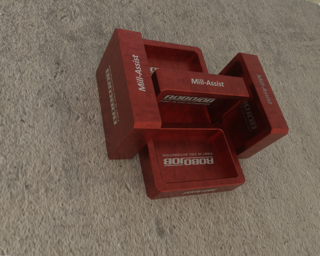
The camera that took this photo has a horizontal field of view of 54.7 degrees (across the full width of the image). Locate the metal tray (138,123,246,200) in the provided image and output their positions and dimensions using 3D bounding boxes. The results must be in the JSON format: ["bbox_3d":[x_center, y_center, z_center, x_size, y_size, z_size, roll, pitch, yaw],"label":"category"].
[{"bbox_3d":[0.039,0.039,0.401,0.131,0.030,0.090,1,60,-28],"label":"metal tray"}]

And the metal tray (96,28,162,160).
[{"bbox_3d":[-0.042,-0.038,0.364,0.030,0.090,0.130,1,62,-28],"label":"metal tray"}]

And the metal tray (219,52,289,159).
[{"bbox_3d":[0.120,-0.031,0.447,0.030,0.090,0.130,1,61,-28],"label":"metal tray"}]

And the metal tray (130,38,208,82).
[{"bbox_3d":[0.010,-0.082,0.457,0.131,0.030,0.090,0,65,-28],"label":"metal tray"}]

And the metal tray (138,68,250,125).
[{"bbox_3d":[0.039,-0.034,0.407,0.131,0.090,0.030,1,63,-28],"label":"metal tray"}]
